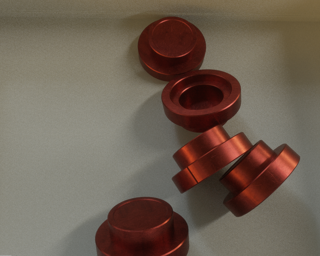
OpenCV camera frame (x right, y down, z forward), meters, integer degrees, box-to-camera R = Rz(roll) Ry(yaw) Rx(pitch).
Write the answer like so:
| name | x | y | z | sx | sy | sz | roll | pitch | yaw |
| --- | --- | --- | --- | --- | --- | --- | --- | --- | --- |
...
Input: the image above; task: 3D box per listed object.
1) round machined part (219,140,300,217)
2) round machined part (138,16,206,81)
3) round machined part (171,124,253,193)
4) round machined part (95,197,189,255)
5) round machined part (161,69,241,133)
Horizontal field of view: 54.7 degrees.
| name | x | y | z | sx | sy | sz | roll | pitch | yaw |
| --- | --- | --- | --- | --- | --- | --- | --- | --- | --- |
| round machined part | 0.106 | 0.051 | 0.353 | 0.098 | 0.098 | 0.042 | -42 | 78 | -14 |
| round machined part | 0.017 | -0.119 | 0.445 | 0.099 | 0.042 | 0.098 | 0 | 70 | -1 |
| round machined part | 0.054 | 0.032 | 0.358 | 0.098 | 0.098 | 0.042 | -31 | 78 | -11 |
| round machined part | -0.019 | 0.108 | 0.329 | 0.099 | 0.098 | 0.042 | -4 | 105 | -2 |
| round machined part | 0.054 | -0.031 | 0.398 | 0.098 | 0.042 | 0.098 | -8 | 41 | 7 |
